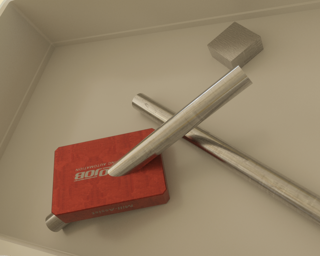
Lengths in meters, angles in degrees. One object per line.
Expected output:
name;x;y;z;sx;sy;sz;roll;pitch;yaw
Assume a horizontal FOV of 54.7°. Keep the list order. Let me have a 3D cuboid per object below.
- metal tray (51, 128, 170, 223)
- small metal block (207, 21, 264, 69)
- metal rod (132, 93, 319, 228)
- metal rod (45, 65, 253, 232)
metal tray;-0.060;0.056;0.376;0.131;0.030;0.090;-12;55;1
small metal block;0.101;-0.109;0.419;0.050;0.025;0.050;-41;51;0
metal rod;0.070;0.027;0.351;0.300;0.025;0.025;33;80;38
metal rod;-0.025;0.034;0.359;0.300;0.025;0.025;-38;50;16
